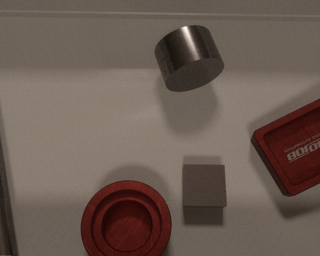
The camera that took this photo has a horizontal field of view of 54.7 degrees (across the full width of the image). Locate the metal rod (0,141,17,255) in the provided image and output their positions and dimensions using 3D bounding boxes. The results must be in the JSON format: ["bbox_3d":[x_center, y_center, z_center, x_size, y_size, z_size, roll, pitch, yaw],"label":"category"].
[{"bbox_3d":[-0.222,0.014,0.401,0.025,0.025,0.299,-17,71,-6],"label":"metal rod"}]

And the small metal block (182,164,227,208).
[{"bbox_3d":[0.054,0.072,0.384,0.050,0.025,0.050,1,70,0],"label":"small metal block"}]

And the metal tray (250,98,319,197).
[{"bbox_3d":[0.195,0.018,0.391,0.130,0.030,0.090,-27,72,0],"label":"metal tray"}]

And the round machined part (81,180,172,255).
[{"bbox_3d":[-0.037,0.113,0.356,0.099,0.042,0.098,1,65,-2],"label":"round machined part"}]

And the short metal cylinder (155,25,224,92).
[{"bbox_3d":[0.039,-0.090,0.414,0.081,0.080,0.050,-16,71,-6],"label":"short metal cylinder"}]
